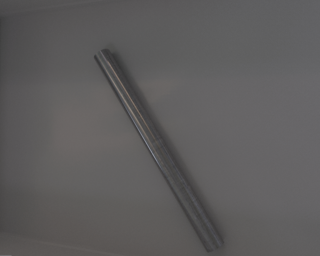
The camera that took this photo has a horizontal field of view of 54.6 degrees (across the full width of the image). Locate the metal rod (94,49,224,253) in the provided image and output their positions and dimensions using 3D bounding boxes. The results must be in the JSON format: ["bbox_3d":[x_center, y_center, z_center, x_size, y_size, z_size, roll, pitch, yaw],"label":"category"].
[{"bbox_3d":[-0.007,0.022,0.413,0.025,0.025,0.299,-34,79,17],"label":"metal rod"}]
